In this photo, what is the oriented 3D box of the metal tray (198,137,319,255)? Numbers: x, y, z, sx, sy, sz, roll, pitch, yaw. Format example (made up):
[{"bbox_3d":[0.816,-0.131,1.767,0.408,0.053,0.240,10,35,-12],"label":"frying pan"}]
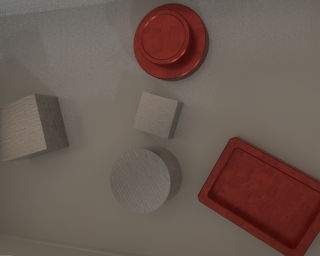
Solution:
[{"bbox_3d":[0.123,0.078,0.364,0.130,0.030,0.090,30,100,17],"label":"metal tray"}]

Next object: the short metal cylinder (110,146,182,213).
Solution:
[{"bbox_3d":[-0.017,0.064,0.402,0.080,0.050,0.079,0,90,19],"label":"short metal cylinder"}]

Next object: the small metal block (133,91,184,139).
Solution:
[{"bbox_3d":[-0.002,-0.017,0.410,0.050,0.025,0.050,17,96,18],"label":"small metal block"}]

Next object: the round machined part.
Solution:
[{"bbox_3d":[0.010,-0.111,0.397,0.098,0.042,0.097,0,90,19],"label":"round machined part"}]

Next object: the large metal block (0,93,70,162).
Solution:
[{"bbox_3d":[-0.193,0.001,0.463,0.080,0.050,0.080,-16,85,19],"label":"large metal block"}]
